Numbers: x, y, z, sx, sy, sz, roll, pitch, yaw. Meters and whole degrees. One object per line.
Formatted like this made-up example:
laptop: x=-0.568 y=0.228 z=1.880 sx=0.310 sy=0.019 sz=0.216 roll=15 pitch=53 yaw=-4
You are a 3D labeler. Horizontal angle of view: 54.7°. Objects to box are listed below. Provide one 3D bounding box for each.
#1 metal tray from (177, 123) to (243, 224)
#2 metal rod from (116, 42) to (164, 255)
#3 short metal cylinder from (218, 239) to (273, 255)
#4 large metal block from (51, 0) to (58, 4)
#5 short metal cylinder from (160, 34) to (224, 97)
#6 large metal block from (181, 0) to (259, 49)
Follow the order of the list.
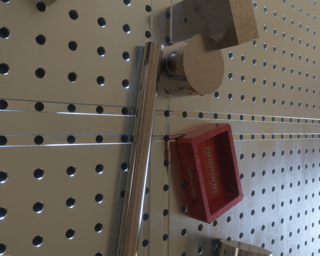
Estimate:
metal tray: x=0.079 y=0.065 z=0.471 sx=0.091 sy=0.030 sz=0.129 roll=-20 pitch=103 yaw=-38
metal rod: x=-0.026 y=0.040 z=0.387 sx=0.025 sy=0.025 sz=0.298 roll=12 pitch=83 yaw=-40
short metal cylinder: x=0.130 y=0.210 z=0.482 sx=0.080 sy=0.080 sz=0.050 roll=20 pitch=78 yaw=-38
large metal block: x=-0.095 y=-0.188 z=0.312 sx=0.080 sy=0.050 sz=0.080 roll=-49 pitch=119 yaw=-29
short metal cylinder: x=0.044 y=-0.084 z=0.429 sx=0.081 sy=0.050 sz=0.080 roll=0 pitch=90 yaw=-40
large metal block: x=0.085 y=-0.156 z=0.444 sx=0.050 sy=0.080 sz=0.080 roll=-26 pitch=107 yaw=-37
